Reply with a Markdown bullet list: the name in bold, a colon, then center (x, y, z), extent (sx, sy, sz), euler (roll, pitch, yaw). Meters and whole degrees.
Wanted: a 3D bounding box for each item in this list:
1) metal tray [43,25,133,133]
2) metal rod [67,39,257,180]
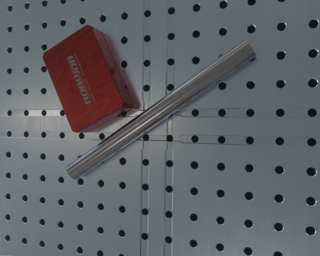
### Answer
- **metal tray**: center (-0.106, -0.069, 0.447), extent (0.090, 0.030, 0.130), euler (-27, 81, 18)
- **metal rod**: center (-0.009, -0.016, 0.415), extent (0.300, 0.025, 0.025), euler (-34, 79, 16)
